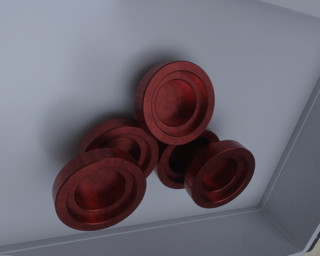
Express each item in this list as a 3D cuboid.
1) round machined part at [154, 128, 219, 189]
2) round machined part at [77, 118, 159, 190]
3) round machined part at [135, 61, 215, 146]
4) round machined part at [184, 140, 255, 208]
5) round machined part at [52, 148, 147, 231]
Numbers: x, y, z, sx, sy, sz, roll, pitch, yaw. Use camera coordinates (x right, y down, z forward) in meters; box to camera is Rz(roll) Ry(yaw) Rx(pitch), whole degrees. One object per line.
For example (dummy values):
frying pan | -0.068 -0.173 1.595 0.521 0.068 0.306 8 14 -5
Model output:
round machined part | 0.033 0.035 0.435 0.099 0.042 0.097 -14 124 -21
round machined part | -0.054 0.030 0.385 0.099 0.042 0.097 -14 124 -21
round machined part | 0.014 -0.031 0.371 0.099 0.042 0.097 -7 104 -29
round machined part | 0.075 0.057 0.419 0.099 0.042 0.097 -14 124 -21
round machined part | -0.068 0.063 0.343 0.099 0.042 0.097 -14 124 -21
